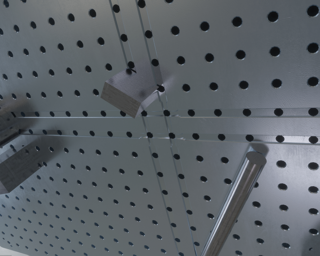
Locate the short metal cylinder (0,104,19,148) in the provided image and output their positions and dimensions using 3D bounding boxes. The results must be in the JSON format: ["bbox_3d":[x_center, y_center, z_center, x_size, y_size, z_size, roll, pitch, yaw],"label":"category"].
[{"bbox_3d":[-0.304,-0.001,0.555,0.080,0.050,0.079,13,124,21],"label":"short metal cylinder"}]

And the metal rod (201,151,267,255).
[{"bbox_3d":[0.090,0.154,0.459,0.025,0.025,0.298,23,127,14],"label":"metal rod"}]

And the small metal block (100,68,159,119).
[{"bbox_3d":[-0.037,-0.045,0.387,0.050,0.050,0.025,32,129,7],"label":"small metal block"}]

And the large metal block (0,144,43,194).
[{"bbox_3d":[-0.284,0.079,0.574,0.080,0.080,0.050,-14,111,34],"label":"large metal block"}]

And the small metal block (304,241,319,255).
[{"bbox_3d":[0.205,0.183,0.400,0.025,0.050,0.050,27,128,12],"label":"small metal block"}]
